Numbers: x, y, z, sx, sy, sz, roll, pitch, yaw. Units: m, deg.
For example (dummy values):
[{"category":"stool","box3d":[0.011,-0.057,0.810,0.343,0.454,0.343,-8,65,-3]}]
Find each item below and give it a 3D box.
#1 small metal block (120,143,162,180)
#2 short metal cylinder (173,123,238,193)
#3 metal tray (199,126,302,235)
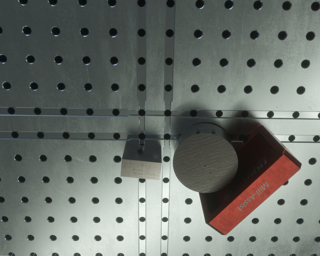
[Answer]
[{"category":"small metal block","box3d":[-0.024,0.044,0.416,0.050,0.050,0.025,6,110,-3]},{"category":"short metal cylinder","box3d":[0.059,0.038,0.409,0.080,0.050,0.079,1,105,6]},{"category":"metal tray","box3d":[0.109,0.065,0.404,0.030,0.090,0.130,39,105,-13]}]
